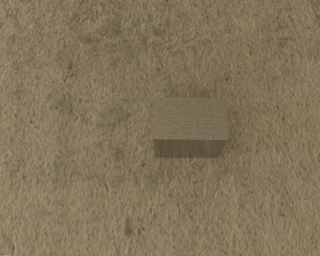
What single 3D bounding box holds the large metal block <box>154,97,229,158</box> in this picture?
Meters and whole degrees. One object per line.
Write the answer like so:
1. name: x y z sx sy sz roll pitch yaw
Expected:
1. large metal block: 0.034 0.003 0.378 0.081 0.080 0.050 1 70 0
